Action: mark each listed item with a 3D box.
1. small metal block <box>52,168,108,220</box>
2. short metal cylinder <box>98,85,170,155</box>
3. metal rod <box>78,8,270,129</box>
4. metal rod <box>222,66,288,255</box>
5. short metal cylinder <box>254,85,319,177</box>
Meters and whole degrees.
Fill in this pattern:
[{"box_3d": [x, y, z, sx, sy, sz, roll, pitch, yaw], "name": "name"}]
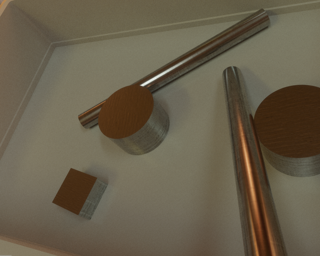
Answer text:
[{"box_3d": [-0.105, 0.086, 0.406, 0.050, 0.025, 0.050, 12, 68, 33], "name": "small metal block"}, {"box_3d": [-0.034, -0.010, 0.412, 0.080, 0.050, 0.080, -13, 56, 20], "name": "short metal cylinder"}, {"box_3d": [0.014, -0.080, 0.446, 0.301, 0.025, 0.025, -29, 52, 9], "name": "metal rod"}, {"box_3d": [0.077, 0.016, 0.278, 0.025, 0.025, 0.300, -17, 31, 18], "name": "metal rod"}, {"box_3d": [0.141, 0.003, 0.314, 0.080, 0.050, 0.080, -13, 56, 20], "name": "short metal cylinder"}]
